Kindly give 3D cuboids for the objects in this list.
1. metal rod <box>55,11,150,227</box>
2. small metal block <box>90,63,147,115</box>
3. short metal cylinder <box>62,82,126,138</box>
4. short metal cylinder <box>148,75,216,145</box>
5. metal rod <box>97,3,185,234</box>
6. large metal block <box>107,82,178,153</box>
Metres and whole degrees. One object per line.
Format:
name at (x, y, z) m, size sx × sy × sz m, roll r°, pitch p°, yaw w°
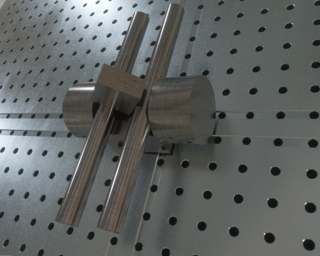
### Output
metal rod at (-0.063, -0.029, 0.391) m, size 0.025 × 0.025 × 0.300 m, roll 1°, pitch 62°, yaw 28°
small metal block at (-0.049, -0.043, 0.359) m, size 0.050 × 0.050 × 0.025 m, roll 137°, pitch 151°, yaw -62°
short metal cylinder at (-0.086, -0.024, 0.429) m, size 0.050 × 0.080 × 0.080 m, roll 2°, pitch 63°, yaw 29°
short metal cylinder at (0.028, -0.021, 0.365) m, size 0.050 × 0.080 × 0.080 m, roll 0°, pitch 62°, yaw 29°
metal rod at (-0.014, -0.031, 0.366) m, size 0.025 × 0.025 × 0.300 m, roll 1°, pitch 62°, yaw 28°
large metal block at (-0.023, -0.015, 0.409) m, size 0.080 × 0.050 × 0.080 m, roll 1°, pitch 62°, yaw 28°
